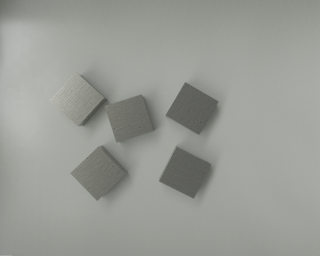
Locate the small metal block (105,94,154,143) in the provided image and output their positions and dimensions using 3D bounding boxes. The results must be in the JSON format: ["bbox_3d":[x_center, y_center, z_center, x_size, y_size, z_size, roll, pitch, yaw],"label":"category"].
[{"bbox_3d":[-0.040,-0.012,0.411,0.050,0.025,0.050,-18,90,0],"label":"small metal block"}]

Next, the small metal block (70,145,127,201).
[{"bbox_3d":[-0.080,0.059,0.411,0.050,0.025,0.050,-44,90,0],"label":"small metal block"}]

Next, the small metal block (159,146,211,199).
[{"bbox_3d":[0.032,0.058,0.412,0.050,0.025,0.050,27,90,0],"label":"small metal block"}]

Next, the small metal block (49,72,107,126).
[{"bbox_3d":[-0.107,-0.038,0.410,0.050,0.025,0.050,42,90,0],"label":"small metal block"}]

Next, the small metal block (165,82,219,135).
[{"bbox_3d":[0.042,-0.025,0.412,0.050,0.025,0.050,30,90,0],"label":"small metal block"}]
